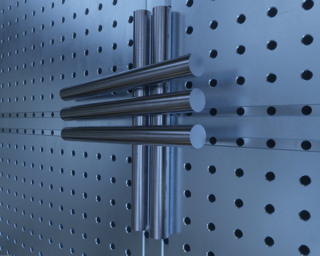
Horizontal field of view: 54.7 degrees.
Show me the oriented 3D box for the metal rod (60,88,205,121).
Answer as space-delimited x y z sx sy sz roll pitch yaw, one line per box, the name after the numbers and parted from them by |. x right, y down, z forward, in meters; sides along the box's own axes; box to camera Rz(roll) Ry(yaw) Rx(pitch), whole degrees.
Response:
-0.062 -0.026 0.431 0.300 0.025 0.025 -1 89 48 | metal rod

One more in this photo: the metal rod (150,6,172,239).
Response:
0.001 -0.007 0.407 0.025 0.025 0.298 1 91 39 | metal rod

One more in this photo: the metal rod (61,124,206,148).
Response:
-0.061 0.009 0.430 0.300 0.025 0.025 0 90 48 | metal rod

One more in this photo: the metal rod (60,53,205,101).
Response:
-0.063 -0.063 0.432 0.300 0.025 0.025 -2 89 47 | metal rod

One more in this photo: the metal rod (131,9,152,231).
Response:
-0.026 -0.010 0.429 0.025 0.025 0.298 1 91 39 | metal rod
